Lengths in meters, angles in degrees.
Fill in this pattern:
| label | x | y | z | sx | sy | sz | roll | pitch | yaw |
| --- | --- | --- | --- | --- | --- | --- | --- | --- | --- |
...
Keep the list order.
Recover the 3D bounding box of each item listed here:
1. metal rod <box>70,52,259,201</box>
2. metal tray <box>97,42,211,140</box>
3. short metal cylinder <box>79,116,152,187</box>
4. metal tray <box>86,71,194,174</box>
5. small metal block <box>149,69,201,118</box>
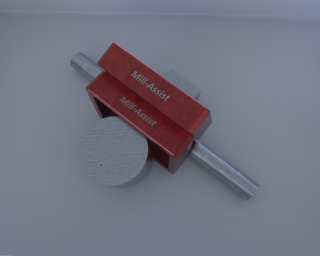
| label | x | y | z | sx | sy | sz | roll | pitch | yaw |
| --- | --- | --- | --- | --- | --- | --- | --- | --- | --- |
| metal rod | -0.002 | -0.009 | 0.413 | 0.300 | 0.025 | 0.025 | 37 | 74 | 12 |
| metal tray | -0.002 | -0.039 | 0.361 | 0.130 | 0.090 | 0.030 | 37 | 91 | 12 |
| short metal cylinder | -0.051 | 0.031 | 0.377 | 0.080 | 0.050 | 0.080 | -1 | 77 | 5 |
| metal tray | -0.024 | -0.003 | 0.375 | 0.130 | 0.090 | 0.030 | 37 | 74 | 12 |
| small metal block | 0.019 | -0.044 | 0.424 | 0.050 | 0.025 | 0.050 | 39 | 74 | 12 |
